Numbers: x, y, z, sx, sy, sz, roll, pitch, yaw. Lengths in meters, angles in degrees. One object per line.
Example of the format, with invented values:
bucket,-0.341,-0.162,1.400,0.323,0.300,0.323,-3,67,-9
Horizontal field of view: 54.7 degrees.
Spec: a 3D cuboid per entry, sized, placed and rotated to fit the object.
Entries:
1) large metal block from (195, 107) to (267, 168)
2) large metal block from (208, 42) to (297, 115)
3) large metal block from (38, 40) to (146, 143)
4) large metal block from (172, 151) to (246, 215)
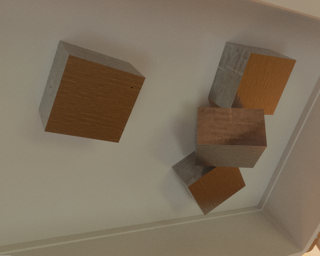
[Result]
large metal block,0.088,0.015,0.409,0.080,0.050,0.080,2,154,5
large metal block,0.122,-0.065,0.419,0.081,0.050,0.079,0,118,-29
large metal block,-0.074,-0.036,0.329,0.081,0.050,0.079,12,112,-33
large metal block,0.077,0.075,0.481,0.080,0.050,0.080,-34,129,-6
